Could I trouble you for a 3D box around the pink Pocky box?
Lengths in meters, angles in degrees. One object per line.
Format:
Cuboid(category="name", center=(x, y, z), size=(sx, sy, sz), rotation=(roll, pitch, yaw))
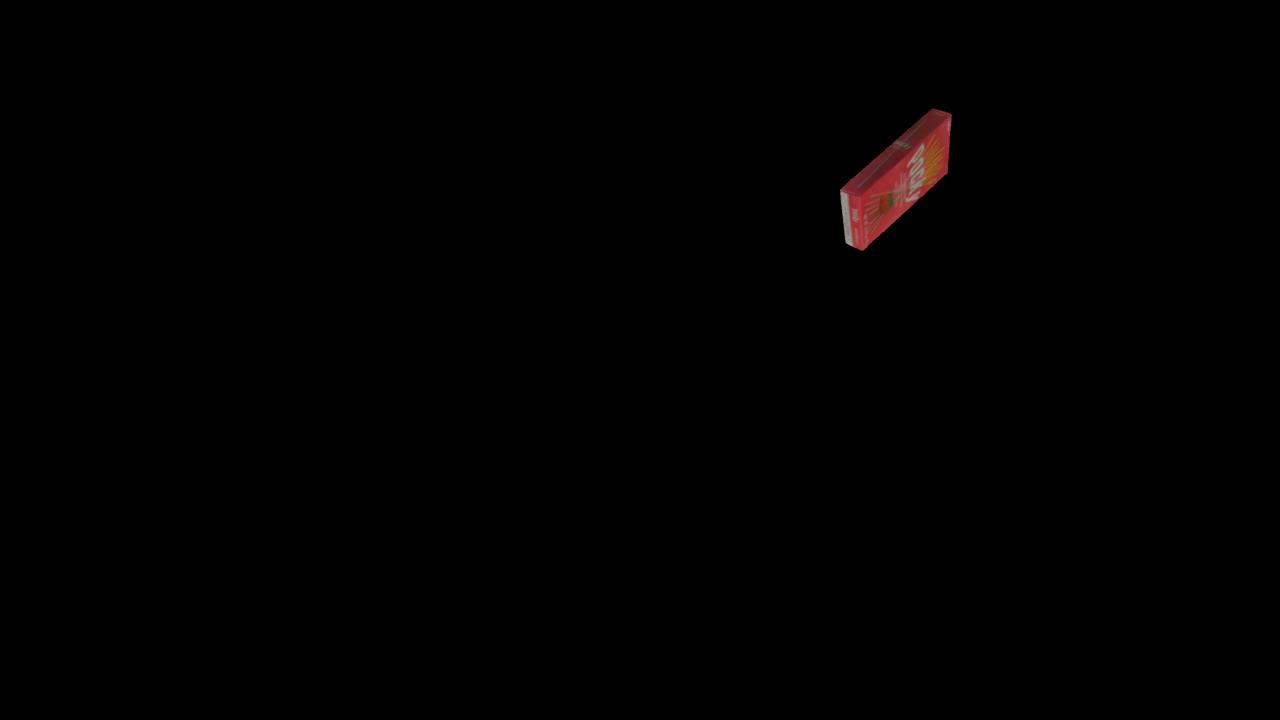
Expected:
Cuboid(category="pink Pocky box", center=(0.292, -0.204, 0.700), size=(0.029, 0.155, 0.084), rotation=(40, -13, 39))
